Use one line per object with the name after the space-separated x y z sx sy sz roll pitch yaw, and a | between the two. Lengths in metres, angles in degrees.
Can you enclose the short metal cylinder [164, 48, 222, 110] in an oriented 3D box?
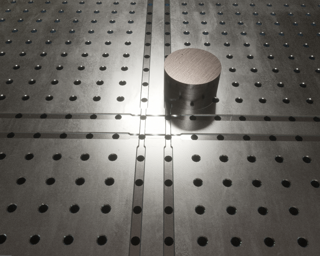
0.046 -0.072 0.453 0.081 0.050 0.080 0 50 0 | short metal cylinder
